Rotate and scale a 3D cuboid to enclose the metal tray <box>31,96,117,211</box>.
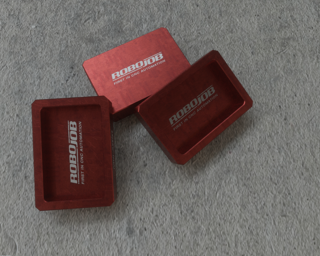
[{"bbox_3d":[-0.102,0.029,0.375,0.091,0.030,0.129,-4,86,-1],"label":"metal tray"}]

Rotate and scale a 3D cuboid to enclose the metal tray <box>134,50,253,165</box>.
[{"bbox_3d":[0.044,-0.027,0.397,0.130,0.030,0.090,-39,98,-13],"label":"metal tray"}]

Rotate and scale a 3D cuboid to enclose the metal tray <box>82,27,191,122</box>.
[{"bbox_3d":[-0.029,-0.076,0.433,0.131,0.030,0.090,-27,72,-10],"label":"metal tray"}]
